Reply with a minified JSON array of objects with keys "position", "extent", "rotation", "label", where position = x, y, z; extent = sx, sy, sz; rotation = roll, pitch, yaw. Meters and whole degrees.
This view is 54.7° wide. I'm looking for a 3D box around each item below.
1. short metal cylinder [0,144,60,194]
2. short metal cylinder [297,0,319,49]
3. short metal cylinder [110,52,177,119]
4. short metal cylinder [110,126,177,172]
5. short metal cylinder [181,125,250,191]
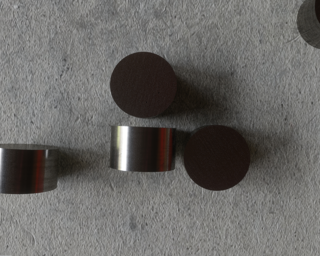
[{"position":[-0.167,0.048,0.381],"extent":[0.080,0.080,0.050],"rotation":[4,90,0],"label":"short metal cylinder"},{"position":[0.227,-0.147,0.399],"extent":[0.081,0.050,0.080],"rotation":[0,90,0],"label":"short metal cylinder"},{"position":[-0.020,-0.052,0.397],"extent":[0.081,0.050,0.080],"rotation":[0,90,0],"label":"short metal cylinder"},{"position":[-0.020,0.023,0.382],"extent":[0.081,0.080,0.050],"rotation":[2,90,0],"label":"short metal cylinder"},{"position":[0.069,0.036,0.398],"extent":[0.081,0.050,0.080],"rotation":[0,90,0],"label":"short metal cylinder"}]
